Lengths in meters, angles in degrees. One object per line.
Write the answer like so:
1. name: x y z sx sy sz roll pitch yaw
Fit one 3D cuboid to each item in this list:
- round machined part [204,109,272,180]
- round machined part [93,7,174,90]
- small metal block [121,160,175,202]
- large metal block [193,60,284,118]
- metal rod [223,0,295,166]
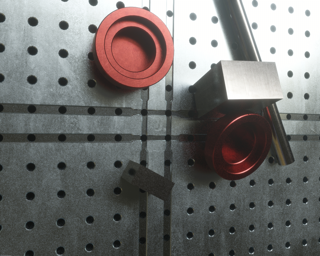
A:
1. round machined part: 0.103 0.020 0.430 0.099 0.042 0.097 -11 115 -23
2. round machined part: -0.035 -0.097 0.390 0.099 0.042 0.097 0 90 -20
3. small metal block: -0.016 0.066 0.393 0.050 0.050 0.025 31 80 -18
4. large metal block: 0.101 -0.049 0.415 0.081 0.080 0.050 -3 76 -20
5. metal rod: 0.145 -0.084 0.465 0.025 0.025 0.299 -24 98 -18
